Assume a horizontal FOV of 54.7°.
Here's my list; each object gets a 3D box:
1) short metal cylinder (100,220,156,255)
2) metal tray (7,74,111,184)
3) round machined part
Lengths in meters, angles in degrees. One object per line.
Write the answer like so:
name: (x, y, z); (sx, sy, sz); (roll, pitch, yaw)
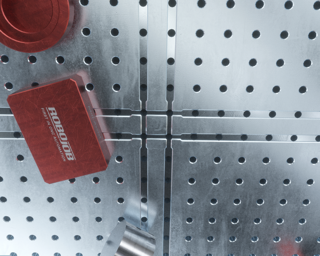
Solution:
short metal cylinder: (-0.049, 0.182, 0.451); (0.050, 0.080, 0.080); (32, 107, -11)
metal tray: (-0.129, 0.004, 0.411); (0.090, 0.030, 0.129); (-15, 110, 5)
round machined part: (-0.147, -0.137, 0.352); (0.099, 0.042, 0.097); (0, 110, 0)
